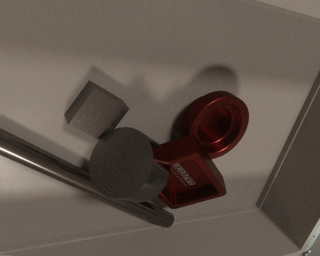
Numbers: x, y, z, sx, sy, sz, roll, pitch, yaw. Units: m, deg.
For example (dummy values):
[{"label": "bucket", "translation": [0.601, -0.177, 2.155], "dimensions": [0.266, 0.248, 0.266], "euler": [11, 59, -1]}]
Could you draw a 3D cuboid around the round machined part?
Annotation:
[{"label": "round machined part", "translation": [0.072, -0.007, 0.434], "dimensions": [0.099, 0.042, 0.097], "euler": [-14, 125, -21]}]

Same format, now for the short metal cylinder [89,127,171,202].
[{"label": "short metal cylinder", "translation": [-0.034, 0.044, 0.362], "dimensions": [0.080, 0.080, 0.050], "euler": [-46, 151, 3]}]

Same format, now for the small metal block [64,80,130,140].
[{"label": "small metal block", "translation": [-0.073, -0.019, 0.358], "dimensions": [0.050, 0.025, 0.050], "euler": [31, 101, -38]}]

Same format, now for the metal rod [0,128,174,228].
[{"label": "metal rod", "translation": [-0.079, 0.082, 0.417], "dimensions": [0.025, 0.025, 0.301], "euler": [-48, 129, 5]}]

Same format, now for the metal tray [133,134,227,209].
[{"label": "metal tray", "translation": [0.030, 0.067, 0.431], "dimensions": [0.090, 0.030, 0.130], "euler": [-20, 139, 17]}]
